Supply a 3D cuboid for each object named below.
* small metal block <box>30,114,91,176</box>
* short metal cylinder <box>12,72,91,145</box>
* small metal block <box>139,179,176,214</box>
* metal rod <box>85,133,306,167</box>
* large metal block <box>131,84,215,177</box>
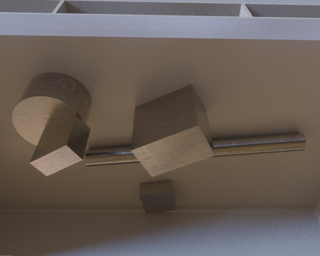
[{"bbox_3d":[-0.108,0.019,0.341,0.050,0.050,0.025,-24,126,19],"label":"small metal block"},{"bbox_3d":[-0.128,-0.020,0.374,0.081,0.050,0.079,-1,130,0],"label":"short metal cylinder"},{"bbox_3d":[-0.003,0.112,0.505,0.050,0.025,0.050,-8,130,6],"label":"small metal block"},{"bbox_3d":[0.046,0.031,0.436,0.302,0.025,0.025,-5,130,3],"label":"metal rod"},{"bbox_3d":[0.015,0.002,0.375,0.080,0.080,0.050,-21,127,16],"label":"large metal block"}]
